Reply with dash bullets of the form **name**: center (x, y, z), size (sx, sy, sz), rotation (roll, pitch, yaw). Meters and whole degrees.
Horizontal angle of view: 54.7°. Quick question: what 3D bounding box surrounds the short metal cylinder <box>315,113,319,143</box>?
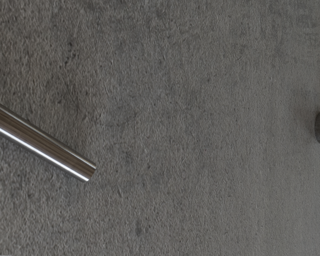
- **short metal cylinder**: center (0.413, 0.000, 0.740), size (0.081, 0.050, 0.079), rotation (0, 90, -40)

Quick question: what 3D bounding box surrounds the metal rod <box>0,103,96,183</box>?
- **metal rod**: center (-0.175, -0.032, 0.258), size (0.301, 0.025, 0.025), rotation (40, 66, -33)
